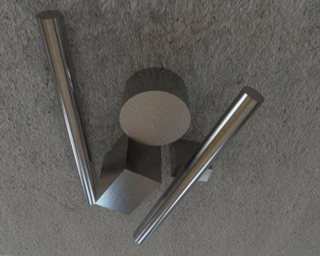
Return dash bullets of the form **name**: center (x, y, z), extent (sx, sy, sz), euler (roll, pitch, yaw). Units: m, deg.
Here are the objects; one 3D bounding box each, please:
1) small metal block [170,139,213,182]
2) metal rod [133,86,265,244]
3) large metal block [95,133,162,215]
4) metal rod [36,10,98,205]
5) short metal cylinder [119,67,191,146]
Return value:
- **small metal block**: center (0.042, 0.043, 0.429), extent (0.050, 0.050, 0.025), euler (10, 129, -9)
- **metal rod**: center (0.032, 0.069, 0.400), extent (0.025, 0.025, 0.298), euler (19, 128, -16)
- **large metal block**: center (-0.041, 0.057, 0.419), extent (0.050, 0.080, 0.080), euler (27, 125, -21)
- **metal rod**: center (-0.110, 0.000, 0.405), extent (0.025, 0.025, 0.298), euler (-1, 130, 0)
- **short metal cylinder**: center (-0.006, -0.025, 0.370), extent (0.081, 0.050, 0.079), euler (0, 130, 0)
